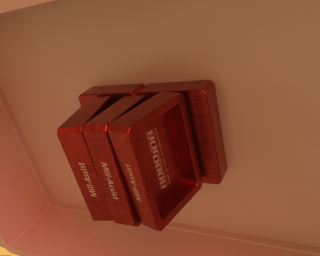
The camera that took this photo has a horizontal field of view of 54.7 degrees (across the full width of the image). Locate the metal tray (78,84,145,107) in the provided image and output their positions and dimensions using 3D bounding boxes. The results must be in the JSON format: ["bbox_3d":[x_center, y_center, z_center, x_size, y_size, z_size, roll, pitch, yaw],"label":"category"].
[{"bbox_3d":[-0.051,0.006,0.433,0.090,0.030,0.129,0,119,28],"label":"metal tray"}]

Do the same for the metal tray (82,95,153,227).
[{"bbox_3d":[-0.034,0.037,0.364,0.030,0.090,0.129,0,116,28],"label":"metal tray"}]

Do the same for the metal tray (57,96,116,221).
[{"bbox_3d":[-0.070,0.037,0.382,0.030,0.090,0.129,-6,116,17],"label":"metal tray"}]

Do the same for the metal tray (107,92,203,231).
[{"bbox_3d":[0.001,0.036,0.344,0.030,0.091,0.129,9,124,40],"label":"metal tray"}]

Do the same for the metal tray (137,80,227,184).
[{"bbox_3d":[0.030,0.008,0.392,0.090,0.030,0.129,0,119,28],"label":"metal tray"}]
